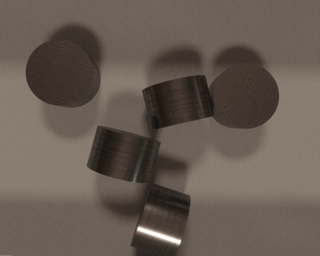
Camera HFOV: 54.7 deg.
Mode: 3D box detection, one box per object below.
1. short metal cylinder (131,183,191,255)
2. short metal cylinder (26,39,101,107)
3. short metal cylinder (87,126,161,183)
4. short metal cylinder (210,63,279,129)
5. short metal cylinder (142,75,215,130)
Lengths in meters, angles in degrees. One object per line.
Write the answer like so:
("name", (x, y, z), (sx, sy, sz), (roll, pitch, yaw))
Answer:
("short metal cylinder", (0.001, 0.114, 0.384), (0.050, 0.080, 0.080), (19, 90, 0))
("short metal cylinder", (-0.121, -0.067, 0.397), (0.081, 0.050, 0.079), (0, 90, -1))
("short metal cylinder", (-0.044, 0.031, 0.383), (0.080, 0.080, 0.050), (15, 90, -1))
("short metal cylinder", (0.104, -0.039, 0.400), (0.081, 0.050, 0.079), (0, 90, -1))
("short metal cylinder", (0.023, -0.031, 0.384), (0.080, 0.080, 0.050), (-13, 90, 0))
